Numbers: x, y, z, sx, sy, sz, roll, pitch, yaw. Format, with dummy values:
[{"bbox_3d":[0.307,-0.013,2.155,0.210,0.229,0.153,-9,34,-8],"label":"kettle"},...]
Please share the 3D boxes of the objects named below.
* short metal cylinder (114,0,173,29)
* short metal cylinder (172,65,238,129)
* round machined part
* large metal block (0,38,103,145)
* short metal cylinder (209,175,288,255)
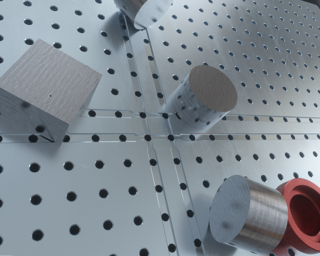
[{"bbox_3d":[-0.024,-0.202,0.483,0.081,0.080,0.050,-34,81,-38],"label":"short metal cylinder"},{"bbox_3d":[0.065,-0.045,0.455,0.081,0.050,0.080,14,56,-21],"label":"short metal cylinder"},{"bbox_3d":[0.192,0.122,0.426,0.099,0.042,0.098,14,56,-21],"label":"round machined part"},{"bbox_3d":[-0.124,-0.041,0.350,0.080,0.050,0.080,30,52,-10],"label":"large metal block"},{"bbox_3d":[0.102,0.102,0.366,0.050,0.080,0.080,23,53,-15],"label":"short metal cylinder"}]
